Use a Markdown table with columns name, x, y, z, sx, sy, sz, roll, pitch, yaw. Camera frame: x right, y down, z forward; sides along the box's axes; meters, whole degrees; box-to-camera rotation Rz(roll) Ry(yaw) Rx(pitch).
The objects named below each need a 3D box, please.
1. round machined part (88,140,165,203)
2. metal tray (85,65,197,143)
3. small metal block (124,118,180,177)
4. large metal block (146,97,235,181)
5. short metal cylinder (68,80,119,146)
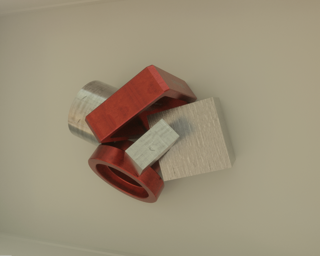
| name | x | y | z | sx | sy | sz | roll | pitch | yaw |
| --- | --- | --- | --- | --- | --- | --- | --- | --- | --- |
| round machined part | -0.037 | 0.051 | 0.392 | 0.098 | 0.098 | 0.042 | 22 | 62 | 18 |
| metal tray | -0.014 | -0.023 | 0.357 | 0.090 | 0.130 | 0.030 | -37 | 80 | 16 |
| small metal block | -0.010 | 0.022 | 0.326 | 0.050 | 0.050 | 0.025 | -42 | 83 | -18 |
| large metal block | 0.039 | 0.012 | 0.373 | 0.080 | 0.050 | 0.080 | -15 | 90 | 19 |
| short metal cylinder | -0.073 | -0.016 | 0.404 | 0.050 | 0.080 | 0.080 | 24 | 98 | 18 |
